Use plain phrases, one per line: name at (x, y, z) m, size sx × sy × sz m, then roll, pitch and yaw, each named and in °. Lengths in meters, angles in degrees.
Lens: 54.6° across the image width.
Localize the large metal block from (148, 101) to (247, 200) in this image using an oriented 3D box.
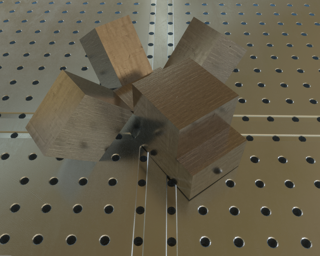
large metal block at (0.042, 0.024, 0.371) m, size 0.080 × 0.050 × 0.080 m, roll -29°, pitch 55°, yaw -23°

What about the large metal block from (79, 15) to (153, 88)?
large metal block at (-0.064, -0.103, 0.438) m, size 0.050 × 0.080 × 0.080 m, roll -31°, pitch 17°, yaw -23°

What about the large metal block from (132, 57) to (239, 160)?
large metal block at (0.026, -0.025, 0.346) m, size 0.080 × 0.050 × 0.080 m, roll -29°, pitch 57°, yaw -24°

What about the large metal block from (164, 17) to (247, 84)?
large metal block at (0.063, -0.095, 0.432) m, size 0.050 × 0.080 × 0.080 m, roll 44°, pitch 23°, yaw 31°

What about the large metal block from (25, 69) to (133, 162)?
large metal block at (-0.091, -0.010, 0.360) m, size 0.050 × 0.080 × 0.080 m, roll 44°, pitch 104°, yaw 31°

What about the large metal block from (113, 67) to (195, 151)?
large metal block at (-0.007, -0.026, 0.414) m, size 0.080 × 0.050 × 0.080 m, roll -31°, pitch 57°, yaw -23°
